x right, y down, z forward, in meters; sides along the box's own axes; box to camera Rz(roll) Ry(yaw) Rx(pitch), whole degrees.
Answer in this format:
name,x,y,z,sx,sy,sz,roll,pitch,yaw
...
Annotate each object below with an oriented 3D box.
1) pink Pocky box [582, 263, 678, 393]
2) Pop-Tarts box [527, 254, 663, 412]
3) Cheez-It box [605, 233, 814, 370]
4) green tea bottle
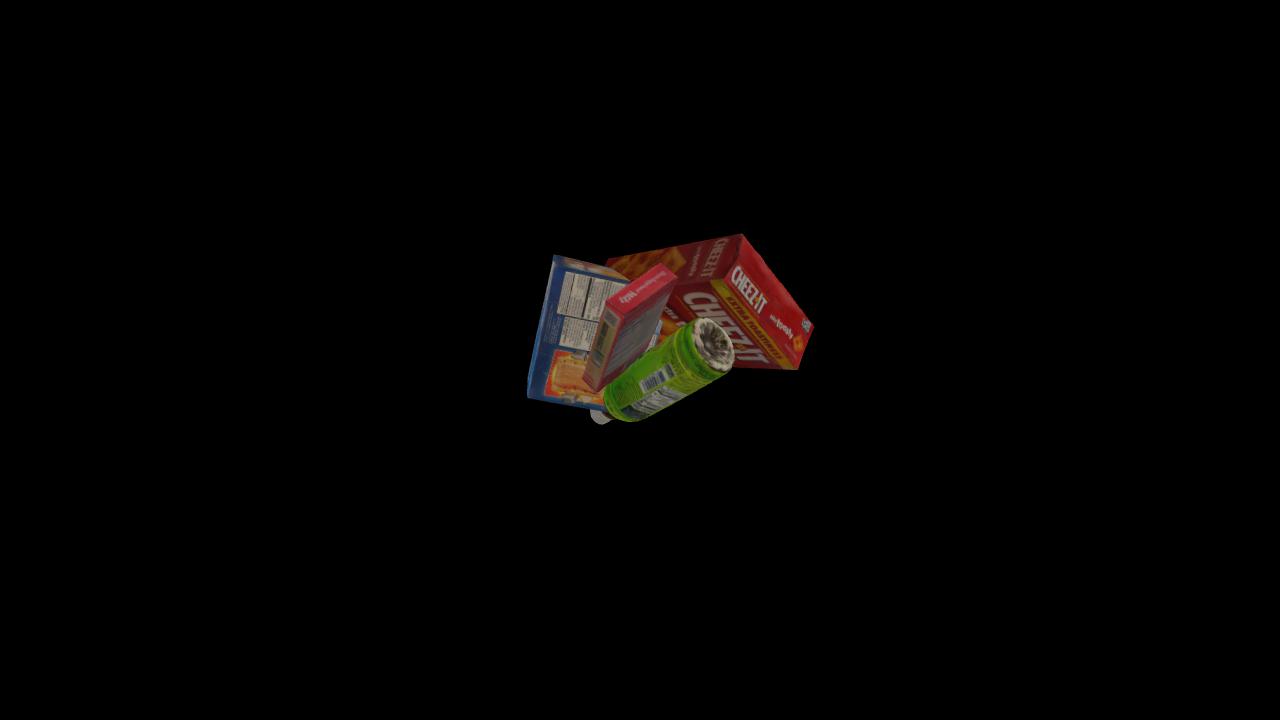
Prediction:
name,x,y,z,sx,sy,sz,roll,pitch,yaw
pink Pocky box,-0.014,-0.031,0.667,0.084,0.029,0.155,-39,-15,-31
Pop-Tarts box,-0.055,-0.030,0.760,0.141,0.167,0.083,11,19,-12
Cheez-It box,0.070,-0.059,0.737,0.223,0.071,0.166,1,-32,47
green tea bottle,0.013,0.026,0.725,0.073,0.073,0.212,0,-25,-47
